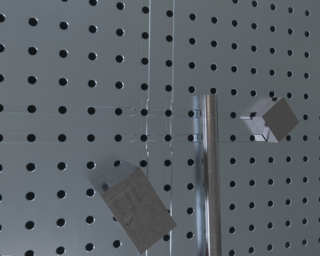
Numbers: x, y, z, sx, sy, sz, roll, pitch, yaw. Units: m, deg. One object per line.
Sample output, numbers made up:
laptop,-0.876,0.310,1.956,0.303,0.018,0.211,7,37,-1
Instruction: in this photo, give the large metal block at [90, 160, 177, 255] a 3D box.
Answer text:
large metal block,-0.035,0.089,0.371,0.050,0.080,0.080,-34,101,-17

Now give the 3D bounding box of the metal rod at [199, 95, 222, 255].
metal rod,0.073,0.103,0.439,0.025,0.025,0.298,-2,91,-20

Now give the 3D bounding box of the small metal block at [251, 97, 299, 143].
small metal block,0.178,-0.013,0.478,0.050,0.025,0.050,-40,103,-16
